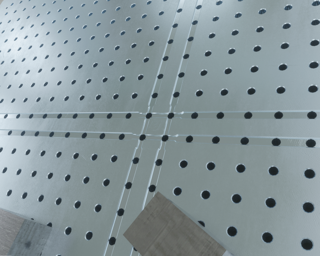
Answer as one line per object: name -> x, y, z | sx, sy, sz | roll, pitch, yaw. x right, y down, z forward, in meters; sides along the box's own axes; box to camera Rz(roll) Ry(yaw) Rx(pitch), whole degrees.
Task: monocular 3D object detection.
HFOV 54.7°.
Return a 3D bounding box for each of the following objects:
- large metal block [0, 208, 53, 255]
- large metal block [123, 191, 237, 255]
large metal block -> -0.201, 0.153, 0.402 | 0.080, 0.050, 0.080 | 7, 65, 31
large metal block -> 0.025, 0.114, 0.289 | 0.080, 0.080, 0.050 | 34, 81, 38
